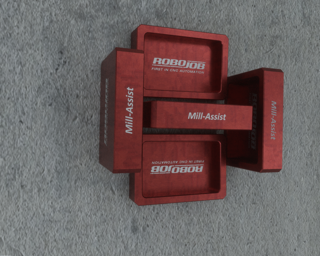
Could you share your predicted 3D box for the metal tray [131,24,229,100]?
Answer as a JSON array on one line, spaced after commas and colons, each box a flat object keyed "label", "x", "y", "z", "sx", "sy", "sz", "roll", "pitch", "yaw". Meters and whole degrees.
[{"label": "metal tray", "x": 0.027, "y": -0.084, "z": 0.417, "sx": 0.131, "sy": 0.030, "sz": 0.089, "roll": 0, "pitch": 93, "yaw": -20}]

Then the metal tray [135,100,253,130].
[{"label": "metal tray", "x": 0.038, "y": -0.014, "z": 0.391, "sx": 0.131, "sy": 0.090, "sz": 0.030, "roll": 1, "pitch": 91, "yaw": -20}]

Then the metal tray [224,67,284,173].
[{"label": "metal tray", "x": 0.124, "y": -0.010, "z": 0.421, "sx": 0.030, "sy": 0.090, "sz": 0.129, "roll": 1, "pitch": 90, "yaw": -20}]

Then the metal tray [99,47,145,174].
[{"label": "metal tray", "x": -0.047, "y": -0.018, "z": 0.358, "sx": 0.030, "sy": 0.090, "sz": 0.129, "roll": 1, "pitch": 90, "yaw": -21}]

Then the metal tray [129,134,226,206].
[{"label": "metal tray", "x": 0.026, "y": 0.053, "z": 0.418, "sx": 0.131, "sy": 0.030, "sz": 0.089, "roll": 1, "pitch": 89, "yaw": -20}]
